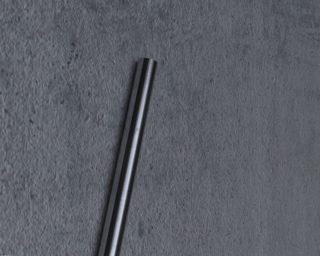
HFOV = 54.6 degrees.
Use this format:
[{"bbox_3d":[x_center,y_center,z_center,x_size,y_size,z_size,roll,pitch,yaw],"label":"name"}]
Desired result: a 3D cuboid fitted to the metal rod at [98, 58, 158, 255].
[{"bbox_3d":[-0.042,0.062,0.368,0.025,0.025,0.299,18,79,-39],"label":"metal rod"}]
